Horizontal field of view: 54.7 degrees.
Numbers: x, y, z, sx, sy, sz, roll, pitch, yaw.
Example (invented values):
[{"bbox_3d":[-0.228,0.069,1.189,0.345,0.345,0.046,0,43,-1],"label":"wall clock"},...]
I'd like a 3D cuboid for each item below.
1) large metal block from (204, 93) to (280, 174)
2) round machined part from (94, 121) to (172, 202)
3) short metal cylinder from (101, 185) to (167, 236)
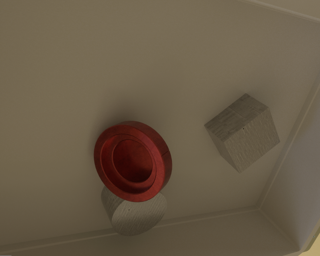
[{"bbox_3d":[0.126,0.009,0.469,0.080,0.050,0.080,-38,130,-3],"label":"large metal block"},{"bbox_3d":[-0.029,0.038,0.383,0.042,0.098,0.097,-31,142,-60],"label":"round machined part"},{"bbox_3d":[-0.037,0.105,0.439,0.081,0.050,0.079,-14,125,-21],"label":"short metal cylinder"}]
